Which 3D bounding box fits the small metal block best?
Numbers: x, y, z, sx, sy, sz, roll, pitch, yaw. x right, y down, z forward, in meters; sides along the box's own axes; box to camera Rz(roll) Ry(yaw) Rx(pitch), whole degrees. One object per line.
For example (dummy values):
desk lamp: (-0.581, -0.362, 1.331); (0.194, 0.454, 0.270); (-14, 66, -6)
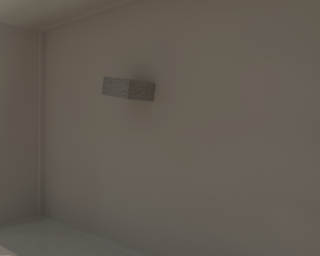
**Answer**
small metal block: (-0.043, -0.053, 0.424); (0.050, 0.050, 0.025); (13, 99, 39)
